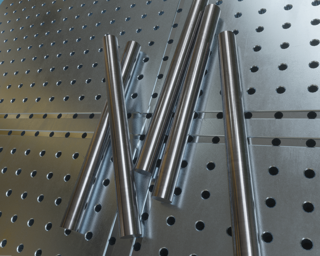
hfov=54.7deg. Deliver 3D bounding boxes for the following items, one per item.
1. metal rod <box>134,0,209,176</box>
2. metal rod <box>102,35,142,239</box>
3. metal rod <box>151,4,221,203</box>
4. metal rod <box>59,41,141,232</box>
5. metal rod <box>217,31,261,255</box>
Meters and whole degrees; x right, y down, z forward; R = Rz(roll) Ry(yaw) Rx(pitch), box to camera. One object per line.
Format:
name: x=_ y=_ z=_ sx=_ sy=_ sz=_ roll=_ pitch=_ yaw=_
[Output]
metal rod: x=0.023 y=-0.076 z=0.441 sx=0.025 sy=0.025 sz=0.300 roll=5 pitch=64 yaw=30
metal rod: x=-0.056 y=-0.008 z=0.419 sx=0.025 sy=0.025 sz=0.299 roll=-19 pitch=61 yaw=17
metal rod: x=0.041 y=-0.049 z=0.415 sx=0.025 sy=0.025 sz=0.300 roll=3 pitch=63 yaw=29
metal rod: x=-0.078 y=-0.004 z=0.449 sx=0.025 sy=0.025 sz=0.300 roll=1 pitch=62 yaw=28
metal rod: x=0.087 y=0.001 z=0.360 sx=0.025 sy=0.025 sz=0.299 roll=-11 pitch=57 yaw=22
